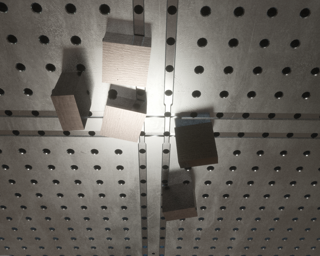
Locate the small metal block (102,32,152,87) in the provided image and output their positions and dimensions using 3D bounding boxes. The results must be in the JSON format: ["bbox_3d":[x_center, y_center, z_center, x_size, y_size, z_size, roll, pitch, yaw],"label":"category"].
[{"bbox_3d":[-0.038,-0.076,0.347,0.050,0.025,0.050,6,130,-6],"label":"small metal block"}]

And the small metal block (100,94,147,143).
[{"bbox_3d":[-0.048,-0.012,0.401,0.050,0.025,0.050,12,129,-11],"label":"small metal block"}]

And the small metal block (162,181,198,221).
[{"bbox_3d":[0.031,0.117,0.496,0.050,0.050,0.025,-11,129,9],"label":"small metal block"}]

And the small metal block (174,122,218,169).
[{"bbox_3d":[0.048,0.023,0.412,0.050,0.050,0.025,-9,152,7],"label":"small metal block"}]

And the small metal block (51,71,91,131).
[{"bbox_3d":[-0.103,-0.032,0.367,0.025,0.050,0.050,-3,130,2],"label":"small metal block"}]
